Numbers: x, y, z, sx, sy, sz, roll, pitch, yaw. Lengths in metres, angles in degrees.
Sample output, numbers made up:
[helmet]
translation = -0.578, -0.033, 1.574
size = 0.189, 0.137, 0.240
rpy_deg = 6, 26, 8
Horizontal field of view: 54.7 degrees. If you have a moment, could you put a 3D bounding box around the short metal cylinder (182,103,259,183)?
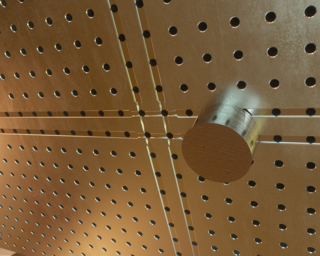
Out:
[short metal cylinder]
translation = 0.072, 0.018, 0.367
size = 0.080, 0.050, 0.079
rpy_deg = 13, 124, 20
